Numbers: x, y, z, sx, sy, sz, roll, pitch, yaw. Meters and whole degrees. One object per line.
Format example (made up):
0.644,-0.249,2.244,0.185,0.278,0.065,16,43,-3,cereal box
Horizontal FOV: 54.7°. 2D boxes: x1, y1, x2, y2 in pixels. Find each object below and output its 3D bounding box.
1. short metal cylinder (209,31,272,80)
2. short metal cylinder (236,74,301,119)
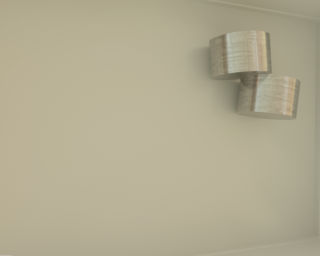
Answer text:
0.109,-0.096,0.421,0.081,0.080,0.050,-4,92,-20,short metal cylinder
0.152,-0.042,0.437,0.081,0.080,0.050,8,88,-20,short metal cylinder
